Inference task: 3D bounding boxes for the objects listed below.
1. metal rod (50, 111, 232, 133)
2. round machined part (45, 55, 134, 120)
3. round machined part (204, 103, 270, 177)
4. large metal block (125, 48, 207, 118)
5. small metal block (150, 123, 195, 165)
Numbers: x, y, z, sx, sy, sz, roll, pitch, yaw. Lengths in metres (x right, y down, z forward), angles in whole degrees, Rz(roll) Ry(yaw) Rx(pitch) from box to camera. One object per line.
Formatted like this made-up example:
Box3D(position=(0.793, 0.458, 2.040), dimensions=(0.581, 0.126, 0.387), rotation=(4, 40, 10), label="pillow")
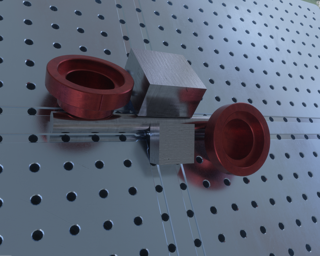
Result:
Box3D(position=(0.012, -0.006, 0.419), dimensions=(0.303, 0.025, 0.025), rotation=(0, 62, -28), label="metal rod")
Box3D(position=(-0.083, -0.046, 0.364), dimensions=(0.099, 0.042, 0.098), rotation=(14, 31, -8), label="round machined part")
Box3D(position=(0.101, 0.016, 0.426), dimensions=(0.099, 0.042, 0.097), rotation=(2, 86, -28), label="round machined part")
Box3D(position=(0.003, -0.060, 0.415), dimensions=(0.081, 0.050, 0.080), rotation=(1, 43, -28), label="large metal block")
Box3D(position=(0.016, 0.019, 0.392), dimensions=(0.050, 0.025, 0.050), rotation=(1, 90, -28), label="small metal block")
